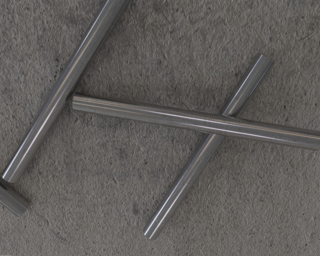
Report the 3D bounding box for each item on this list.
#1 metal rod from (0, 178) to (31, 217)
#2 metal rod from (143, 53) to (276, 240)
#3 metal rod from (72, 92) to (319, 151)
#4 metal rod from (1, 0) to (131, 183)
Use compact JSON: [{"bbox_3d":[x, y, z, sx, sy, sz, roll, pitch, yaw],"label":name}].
[{"bbox_3d":[-0.297,0.015,0.412,0.025,0.025,0.300,-40,106,13],"label":"metal rod"},{"bbox_3d":[0.058,0.037,0.423,0.025,0.025,0.298,28,108,-10],"label":"metal rod"},{"bbox_3d":[0.041,-0.009,0.385,0.302,0.025,0.025,10,110,5],"label":"metal rod"},{"bbox_3d":[-0.123,-0.047,0.391,0.025,0.025,0.299,33,107,-12],"label":"metal rod"}]
